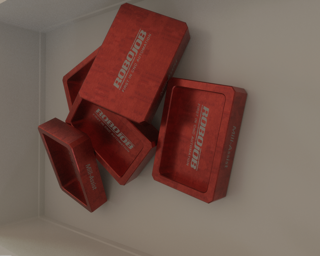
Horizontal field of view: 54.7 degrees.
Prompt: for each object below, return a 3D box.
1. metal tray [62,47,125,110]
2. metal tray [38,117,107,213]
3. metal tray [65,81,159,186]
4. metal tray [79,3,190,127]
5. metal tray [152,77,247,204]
[{"bbox_3d":[-0.095,-0.064,0.477,0.130,0.030,0.090,-26,74,36],"label":"metal tray"},{"bbox_3d":[-0.131,0.056,0.468,0.090,0.030,0.129,22,133,37],"label":"metal tray"},{"bbox_3d":[-0.066,0.003,0.426,0.130,0.030,0.089,45,124,14],"label":"metal tray"},{"bbox_3d":[-0.030,-0.078,0.379,0.090,0.030,0.130,24,86,14],"label":"metal tray"},{"bbox_3d":[0.043,0.011,0.364,0.090,0.030,0.129,16,100,38],"label":"metal tray"}]
